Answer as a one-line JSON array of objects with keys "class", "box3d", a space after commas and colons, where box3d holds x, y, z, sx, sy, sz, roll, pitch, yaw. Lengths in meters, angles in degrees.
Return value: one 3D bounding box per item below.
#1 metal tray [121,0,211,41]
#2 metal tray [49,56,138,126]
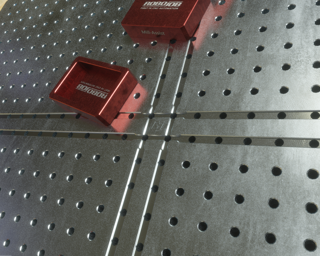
[{"class": "metal tray", "box3d": [0.008, -0.195, 0.522, 0.130, 0.030, 0.090, 16, 70, 34]}, {"class": "metal tray", "box3d": [-0.110, -0.064, 0.503, 0.130, 0.030, 0.090, 21, 73, 35]}]
